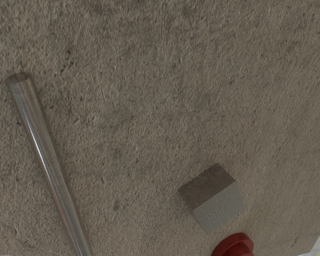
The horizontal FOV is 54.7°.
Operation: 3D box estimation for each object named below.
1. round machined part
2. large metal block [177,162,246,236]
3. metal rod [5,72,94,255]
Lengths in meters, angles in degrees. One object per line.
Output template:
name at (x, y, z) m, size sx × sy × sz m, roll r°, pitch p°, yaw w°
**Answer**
round machined part at (0.160, 0.273, 0.656) m, size 0.099 × 0.042 × 0.097 m, roll -14°, pitch 125°, yaw -21°
large metal block at (0.087, 0.118, 0.513) m, size 0.080 × 0.050 × 0.080 m, roll -33°, pitch 129°, yaw -7°
metal rod at (-0.125, 0.074, 0.384) m, size 0.025 × 0.025 × 0.298 m, roll -19°, pitch 126°, yaw -18°
